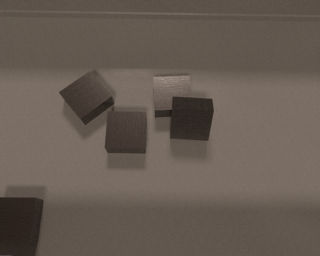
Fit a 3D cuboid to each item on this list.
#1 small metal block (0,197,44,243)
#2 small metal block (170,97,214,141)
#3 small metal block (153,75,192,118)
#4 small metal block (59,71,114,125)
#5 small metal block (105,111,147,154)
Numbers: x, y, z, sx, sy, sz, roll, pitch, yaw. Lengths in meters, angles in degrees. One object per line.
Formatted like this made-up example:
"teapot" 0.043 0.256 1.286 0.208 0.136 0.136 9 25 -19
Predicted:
"small metal block" -0.171 0.109 0.368 0.050 0.025 0.050 1 70 0
"small metal block" 0.040 -0.011 0.398 0.050 0.050 0.025 3 41 1
"small metal block" 0.017 -0.043 0.426 0.050 0.025 0.050 -3 70 -2
"small metal block" -0.099 -0.041 0.423 0.050 0.025 0.050 -39 75 -13
"small metal block" -0.044 0.006 0.407 0.050 0.025 0.050 1 70 0
